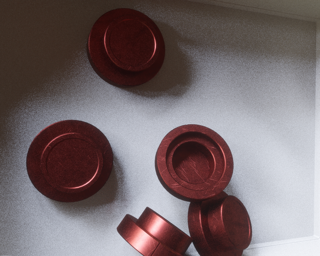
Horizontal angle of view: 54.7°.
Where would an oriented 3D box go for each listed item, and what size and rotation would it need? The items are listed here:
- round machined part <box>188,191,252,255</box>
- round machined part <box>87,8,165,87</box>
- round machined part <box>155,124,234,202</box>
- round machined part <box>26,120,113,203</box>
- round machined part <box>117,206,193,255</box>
[{"bbox_3d":[0.084,0.127,0.407,0.098,0.042,0.098,27,49,-37],"label":"round machined part"},{"bbox_3d":[-0.039,-0.101,0.387,0.099,0.042,0.097,0,90,-20],"label":"round machined part"},{"bbox_3d":[0.042,0.047,0.404,0.099,0.042,0.098,4,67,-9],"label":"round machined part"},{"bbox_3d":[-0.103,0.039,0.363,0.099,0.042,0.097,0,90,-20],"label":"round machined part"},{"bbox_3d":[0.000,0.131,0.372,0.098,0.098,0.042,39,78,-16],"label":"round machined part"}]
